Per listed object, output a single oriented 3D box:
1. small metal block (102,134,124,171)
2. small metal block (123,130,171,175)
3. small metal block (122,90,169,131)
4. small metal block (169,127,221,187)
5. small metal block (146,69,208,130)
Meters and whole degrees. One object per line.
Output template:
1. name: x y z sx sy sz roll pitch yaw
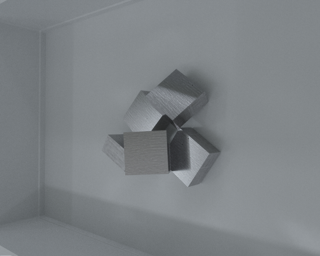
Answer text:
1. small metal block: -0.041 0.032 0.419 0.050 0.050 0.025 36 112 34
2. small metal block: -0.015 0.029 0.368 0.050 0.025 0.050 -3 87 7
3. small metal block: -0.016 -0.015 0.415 0.050 0.025 0.050 51 120 27
4. small metal block: 0.036 0.034 0.373 0.050 0.025 0.050 42 115 31
5. small metal block: 0.020 -0.035 0.372 0.050 0.025 0.050 -42 60 -6
